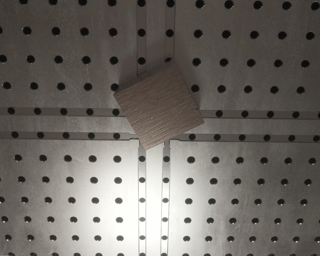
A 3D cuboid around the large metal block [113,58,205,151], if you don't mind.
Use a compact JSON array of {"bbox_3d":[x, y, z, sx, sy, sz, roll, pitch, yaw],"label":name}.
[{"bbox_3d":[0.000,-0.031,0.389,0.080,0.050,0.080,-26,108,9],"label":"large metal block"}]
